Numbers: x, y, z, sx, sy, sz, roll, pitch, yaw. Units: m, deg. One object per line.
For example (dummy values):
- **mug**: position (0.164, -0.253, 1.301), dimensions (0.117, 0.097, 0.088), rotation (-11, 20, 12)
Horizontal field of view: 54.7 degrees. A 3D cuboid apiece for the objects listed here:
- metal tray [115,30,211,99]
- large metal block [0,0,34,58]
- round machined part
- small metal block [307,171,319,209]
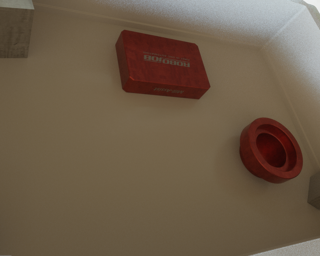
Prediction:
- **metal tray**: position (0.005, -0.093, 0.463), dimensions (0.131, 0.030, 0.090), rotation (3, 61, -27)
- **large metal block**: position (-0.184, -0.137, 0.356), dimensions (0.050, 0.080, 0.080), rotation (-9, 66, -32)
- **round machined part**: position (0.159, 0.037, 0.461), dimensions (0.099, 0.042, 0.098), rotation (14, 56, -21)
- **small metal block**: position (0.255, 0.090, 0.473), dimensions (0.025, 0.050, 0.050), rotation (30, 52, 0)
